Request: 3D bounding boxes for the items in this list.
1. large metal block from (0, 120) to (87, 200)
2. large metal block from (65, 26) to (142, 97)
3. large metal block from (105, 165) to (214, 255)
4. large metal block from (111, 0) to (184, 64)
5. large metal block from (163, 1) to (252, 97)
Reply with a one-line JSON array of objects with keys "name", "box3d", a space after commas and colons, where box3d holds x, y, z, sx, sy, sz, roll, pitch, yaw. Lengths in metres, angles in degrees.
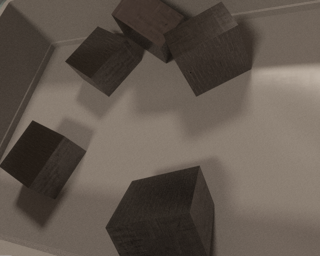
[{"name": "large metal block", "box3d": [-0.169, 0.045, 0.449, 0.080, 0.050, 0.080, 20, 72, 35]}, {"name": "large metal block", "box3d": [-0.092, -0.109, 0.503, 0.080, 0.050, 0.080, 34, 81, 38]}, {"name": "large metal block", "box3d": [0.005, 0.087, 0.308, 0.080, 0.050, 0.080, -16, 17, 19]}, {"name": "large metal block", "box3d": [-0.012, -0.144, 0.441, 0.080, 0.080, 0.050, 36, 91, 6]}, {"name": "large metal block", "box3d": [0.062, -0.097, 0.397, 0.080, 0.080, 0.050, -27, 53, 11]}]
